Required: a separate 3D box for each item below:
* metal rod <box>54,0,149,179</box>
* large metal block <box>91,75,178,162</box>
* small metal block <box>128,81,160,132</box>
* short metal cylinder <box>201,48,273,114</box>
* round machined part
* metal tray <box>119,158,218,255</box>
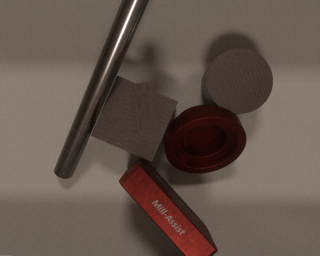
[{"bbox_3d":[-0.063,-0.061,0.352,0.025,0.025,0.298,28,114,-1],"label":"metal rod"},{"bbox_3d":[-0.031,-0.012,0.399,0.080,0.050,0.080,23,90,-1],"label":"large metal block"},{"bbox_3d":[-0.017,-0.023,0.349,0.025,0.050,0.050,-9,90,0],"label":"small metal block"},{"bbox_3d":[0.097,-0.057,0.400,0.081,0.050,0.079,0,90,-1],"label":"short metal cylinder"},{"bbox_3d":[0.053,0.010,0.387,0.099,0.042,0.097,-4,133,-5],"label":"round machined part"},{"bbox_3d":[0.009,0.096,0.379,0.030,0.090,0.130,-42,91,0],"label":"metal tray"}]
